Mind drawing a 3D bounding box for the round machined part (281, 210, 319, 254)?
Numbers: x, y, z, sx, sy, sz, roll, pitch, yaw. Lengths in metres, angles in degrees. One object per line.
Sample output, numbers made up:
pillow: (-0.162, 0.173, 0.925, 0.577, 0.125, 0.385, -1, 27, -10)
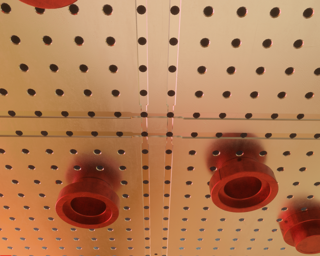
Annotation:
round machined part: (0.278, 0.196, 0.569, 0.099, 0.042, 0.097, 0, 130, 0)

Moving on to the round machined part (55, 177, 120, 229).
round machined part: (-0.113, 0.117, 0.499, 0.099, 0.042, 0.097, 0, 130, 0)

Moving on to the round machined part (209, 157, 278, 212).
round machined part: (0.124, 0.083, 0.471, 0.099, 0.042, 0.097, 0, 130, 0)

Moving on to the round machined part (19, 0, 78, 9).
round machined part: (-0.100, -0.158, 0.265, 0.099, 0.042, 0.097, 0, 130, 0)
